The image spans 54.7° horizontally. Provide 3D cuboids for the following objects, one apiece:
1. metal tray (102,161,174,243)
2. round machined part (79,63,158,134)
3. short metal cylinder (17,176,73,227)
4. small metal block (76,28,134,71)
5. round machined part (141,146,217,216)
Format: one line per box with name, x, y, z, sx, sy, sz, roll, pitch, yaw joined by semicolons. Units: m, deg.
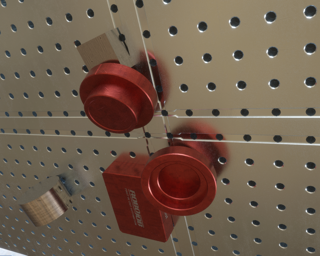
metal tray;-0.033;0.119;0.498;0.090;0.030;0.129;3;120;26
round machined part;-0.056;-0.030;0.390;0.098;0.042;0.097;11;141;9
short metal cylinder;-0.207;0.132;0.564;0.080;0.080;0.050;-14;111;33
small metal block;-0.069;-0.090;0.390;0.050;0.025;0.050;-14;112;33
round machined part;0.027;0.066;0.416;0.098;0.042;0.097;4;116;9
